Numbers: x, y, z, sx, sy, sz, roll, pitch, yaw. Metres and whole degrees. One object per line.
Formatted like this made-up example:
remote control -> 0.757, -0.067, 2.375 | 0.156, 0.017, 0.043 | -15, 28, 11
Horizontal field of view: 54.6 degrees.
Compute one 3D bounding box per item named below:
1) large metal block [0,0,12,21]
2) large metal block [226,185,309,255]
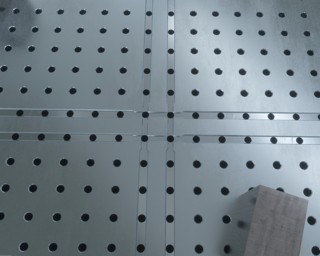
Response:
large metal block -> -0.263, -0.221, 0.462 | 0.050, 0.080, 0.080 | 8, 70, 3
large metal block -> 0.114, 0.115, 0.341 | 0.050, 0.080, 0.080 | 17, 71, 6
